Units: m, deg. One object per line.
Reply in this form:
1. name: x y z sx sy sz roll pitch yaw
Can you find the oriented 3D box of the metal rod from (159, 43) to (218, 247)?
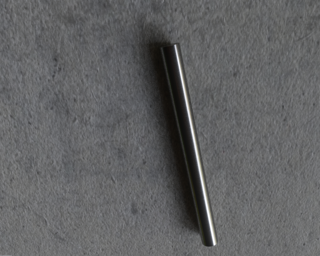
1. metal rod: 0.044 0.036 0.423 0.025 0.025 0.298 -12 110 4
